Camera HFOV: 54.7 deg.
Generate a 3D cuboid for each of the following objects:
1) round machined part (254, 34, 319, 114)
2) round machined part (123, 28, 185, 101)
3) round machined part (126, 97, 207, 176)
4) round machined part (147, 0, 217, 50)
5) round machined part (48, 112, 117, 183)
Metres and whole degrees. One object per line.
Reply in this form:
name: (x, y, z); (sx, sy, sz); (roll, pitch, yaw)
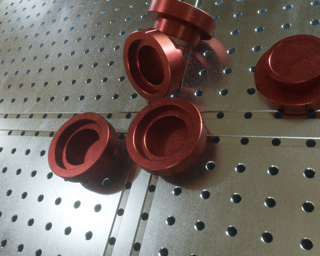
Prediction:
round machined part: (0.158, -0.068, 0.356); (0.098, 0.042, 0.098); (-13, 56, 20)
round machined part: (-0.005, -0.089, 0.429); (0.042, 0.097, 0.098); (-27, 43, -34)
round machined part: (0.011, 0.013, 0.382); (0.098, 0.042, 0.098); (-13, 56, 20)
round machined part: (0.027, -0.143, 0.439); (0.098, 0.099, 0.042); (26, 98, 36)
round machined part: (-0.102, 0.030, 0.431); (0.098, 0.042, 0.098); (-13, 56, 20)
